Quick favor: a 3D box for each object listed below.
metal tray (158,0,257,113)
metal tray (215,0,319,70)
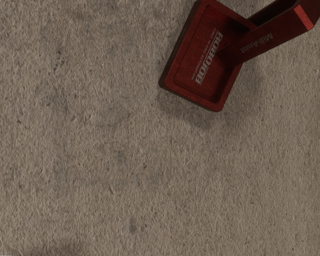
[{"bbox_3d":[0.065,-0.097,0.420,0.090,0.030,0.129,24,91,-18],"label":"metal tray"},{"bbox_3d":[0.141,-0.131,0.396,0.030,0.130,0.090,48,59,-14],"label":"metal tray"}]
